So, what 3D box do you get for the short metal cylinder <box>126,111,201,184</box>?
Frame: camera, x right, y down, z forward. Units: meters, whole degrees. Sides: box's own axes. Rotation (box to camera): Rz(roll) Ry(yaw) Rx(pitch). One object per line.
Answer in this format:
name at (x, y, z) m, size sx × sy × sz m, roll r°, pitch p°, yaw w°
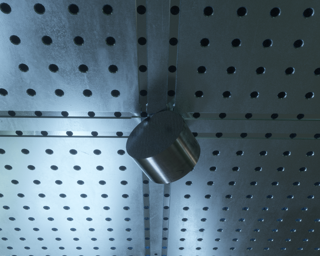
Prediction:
short metal cylinder at (0.004, 0.024, 0.394) m, size 0.080 × 0.080 × 0.050 m, roll -22°, pitch 126°, yaw 18°
